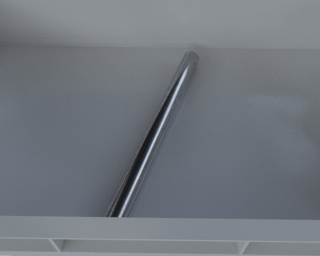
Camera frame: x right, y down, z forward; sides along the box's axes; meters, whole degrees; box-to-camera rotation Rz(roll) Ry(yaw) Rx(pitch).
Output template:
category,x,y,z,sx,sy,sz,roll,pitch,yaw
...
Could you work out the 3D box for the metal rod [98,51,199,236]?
category,x,y,z,sx,sy,sz,roll,pitch,yaw
metal rod,-0.001,-0.004,0.406,0.025,0.025,0.301,16,52,13
